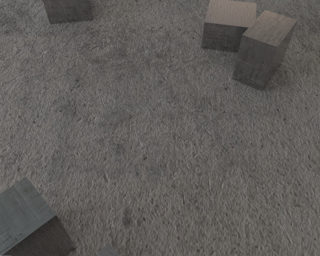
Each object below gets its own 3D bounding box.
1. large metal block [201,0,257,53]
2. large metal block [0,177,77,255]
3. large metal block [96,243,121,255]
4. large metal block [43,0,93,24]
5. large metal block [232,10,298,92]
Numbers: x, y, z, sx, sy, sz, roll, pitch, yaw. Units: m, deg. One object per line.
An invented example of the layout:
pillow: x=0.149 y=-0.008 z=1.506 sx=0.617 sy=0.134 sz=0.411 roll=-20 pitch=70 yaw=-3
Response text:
large metal block: x=0.120 y=-0.178 z=0.537 sx=0.080 sy=0.050 sz=0.080 roll=10 pitch=51 yaw=8
large metal block: x=-0.132 y=0.104 z=0.279 sx=0.080 sy=0.080 sz=0.050 roll=-36 pitch=59 yaw=-26
large metal block: x=-0.043 y=0.159 z=0.253 sx=0.080 sy=0.050 sz=0.080 roll=36 pitch=58 yaw=26
large metal block: x=-0.174 y=-0.246 z=0.593 sx=0.081 sy=0.050 sz=0.080 roll=-8 pitch=51 yaw=-7
large metal block: x=0.156 y=-0.116 z=0.466 sx=0.050 sy=0.080 sz=0.080 roll=28 pitch=55 yaw=21
